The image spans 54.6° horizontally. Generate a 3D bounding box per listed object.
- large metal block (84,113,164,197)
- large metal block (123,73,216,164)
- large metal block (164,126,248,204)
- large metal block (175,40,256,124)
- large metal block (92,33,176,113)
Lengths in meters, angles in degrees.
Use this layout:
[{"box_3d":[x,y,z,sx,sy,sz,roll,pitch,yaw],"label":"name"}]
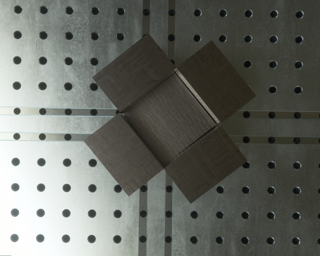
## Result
[{"box_3d":[-0.040,0.029,0.385,0.050,0.080,0.080,-39,91,0],"label":"large metal block"},{"box_3d":[0.012,-0.011,0.400,0.080,0.050,0.080,-38,89,2],"label":"large metal block"},{"box_3d":[0.052,0.041,0.387,0.080,0.080,0.050,-37,90,0],"label":"large metal block"},{"box_3d":[0.063,-0.052,0.386,0.050,0.080,0.080,-39,91,0],"label":"large metal block"},{"box_3d":[-0.029,-0.062,0.386,0.080,0.080,0.050,-38,90,0],"label":"large metal block"}]
